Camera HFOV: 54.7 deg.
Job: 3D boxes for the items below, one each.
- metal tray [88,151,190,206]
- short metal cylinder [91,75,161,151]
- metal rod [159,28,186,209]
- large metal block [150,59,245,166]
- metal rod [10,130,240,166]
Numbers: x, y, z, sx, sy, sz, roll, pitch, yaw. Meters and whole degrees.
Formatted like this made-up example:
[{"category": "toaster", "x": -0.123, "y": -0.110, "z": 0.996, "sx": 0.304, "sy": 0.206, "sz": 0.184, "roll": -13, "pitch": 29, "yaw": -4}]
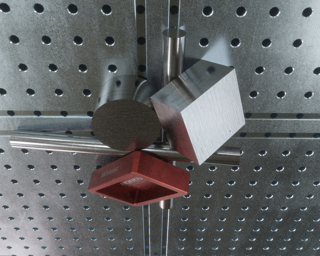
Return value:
[{"category": "metal tray", "x": -0.033, "y": 0.077, "z": 0.440, "sx": 0.090, "sy": 0.030, "sz": 0.130, "roll": 27, "pitch": 146, "yaw": -28}, {"category": "short metal cylinder", "x": -0.039, "y": -0.017, "z": 0.380, "sx": 0.081, "sy": 0.050, "sz": 0.079, "roll": 0, "pitch": 130, "yaw": 0}, {"category": "metal rod", "x": 0.013, "y": 0.013, "z": 0.423, "sx": 0.025, "sy": 0.025, "sz": 0.298, "roll": 0, "pitch": 131, "yaw": -1}, {"category": "large metal block", "x": 0.046, "y": -0.019, "z": 0.353, "sx": 0.080, "sy": 0.050, "sz": 0.080, "roll": -39, "pitch": 131, "yaw": -20}, {"category": "metal rod", "x": -0.049, "y": 0.026, "z": 0.411, "sx": 0.302, "sy": 0.025, "sz": 0.025, "roll": 4, "pitch": 130, "yaw": 5}]
